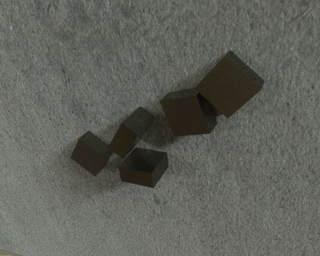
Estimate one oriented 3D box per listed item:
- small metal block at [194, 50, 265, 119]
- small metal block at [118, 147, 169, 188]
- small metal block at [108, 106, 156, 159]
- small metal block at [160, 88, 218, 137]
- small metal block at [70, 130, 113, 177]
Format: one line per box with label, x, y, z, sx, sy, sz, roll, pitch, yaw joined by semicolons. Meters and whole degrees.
small metal block;0.075;-0.047;0.337;0.050;0.025;0.050;42;129;-2
small metal block;-0.022;0.054;0.434;0.050;0.050;0.025;8;122;24
small metal block;-0.037;0.006;0.412;0.025;0.050;0.050;37;129;3
small metal block;0.035;-0.019;0.373;0.050;0.025;0.050;-6;117;36
small metal block;-0.107;0.041;0.486;0.050;0.025;0.050;37;129;3
